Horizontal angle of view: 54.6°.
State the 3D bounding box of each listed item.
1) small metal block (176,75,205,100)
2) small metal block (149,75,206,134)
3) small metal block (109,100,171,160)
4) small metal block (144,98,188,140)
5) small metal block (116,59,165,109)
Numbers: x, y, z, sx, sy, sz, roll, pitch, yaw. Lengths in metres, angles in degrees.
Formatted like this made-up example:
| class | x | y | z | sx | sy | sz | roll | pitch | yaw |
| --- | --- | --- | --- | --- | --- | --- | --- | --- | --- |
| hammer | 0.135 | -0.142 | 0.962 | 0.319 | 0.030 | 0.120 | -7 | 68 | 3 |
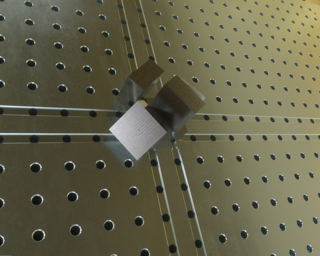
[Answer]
| class | x | y | z | sx | sy | sz | roll | pitch | yaw |
| --- | --- | --- | --- | --- | --- | --- | --- | --- | --- |
| small metal block | 0.035 | -0.051 | 0.440 | 0.050 | 0.025 | 0.050 | 37 | 11 | -4 |
| small metal block | 0.020 | -0.029 | 0.388 | 0.050 | 0.050 | 0.025 | 46 | 50 | 3 |
| small metal block | -0.023 | 0.002 | 0.374 | 0.050 | 0.050 | 0.025 | 47 | 14 | 5 |
| small metal block | 0.004 | -0.011 | 0.416 | 0.050 | 0.025 | 0.050 | 1 | 61 | -29 |
| small metal block | -0.027 | -0.057 | 0.412 | 0.025 | 0.050 | 0.050 | 42 | 51 | 0 |
